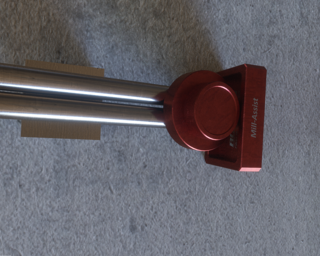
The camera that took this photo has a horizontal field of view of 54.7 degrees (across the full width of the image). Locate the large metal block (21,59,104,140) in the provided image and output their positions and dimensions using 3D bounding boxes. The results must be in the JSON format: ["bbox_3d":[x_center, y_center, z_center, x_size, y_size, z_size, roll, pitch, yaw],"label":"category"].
[{"bbox_3d":[-0.110,-0.029,0.353,0.081,0.050,0.079,4,89,-20],"label":"large metal block"}]

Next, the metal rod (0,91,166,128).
[{"bbox_3d":[-0.042,-0.015,0.348,0.302,0.025,0.025,3,89,-33],"label":"metal rod"}]

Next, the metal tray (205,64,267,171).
[{"bbox_3d":[0.097,-0.012,0.412,0.030,0.090,0.129,4,89,-20],"label":"metal tray"}]

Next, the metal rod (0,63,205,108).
[{"bbox_3d":[-0.040,-0.042,0.348,0.302,0.025,0.025,3,89,-33],"label":"metal rod"}]

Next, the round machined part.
[{"bbox_3d":[0.056,-0.021,0.371,0.099,0.042,0.097,-2,93,-31],"label":"round machined part"}]
